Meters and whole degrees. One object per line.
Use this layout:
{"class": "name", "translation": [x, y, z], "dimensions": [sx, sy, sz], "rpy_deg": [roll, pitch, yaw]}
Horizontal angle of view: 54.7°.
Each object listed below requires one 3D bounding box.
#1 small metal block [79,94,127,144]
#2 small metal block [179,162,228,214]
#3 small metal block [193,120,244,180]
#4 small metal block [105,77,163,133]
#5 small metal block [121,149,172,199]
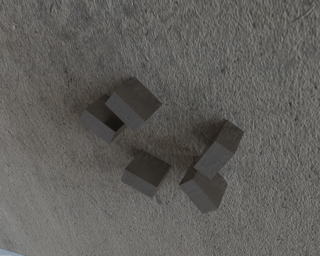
{"class": "small metal block", "translation": [-0.071, -0.013, 0.420], "dimensions": [0.050, 0.050, 0.025], "rpy_deg": [37, 129, 4]}
{"class": "small metal block", "translation": [0.058, 0.074, 0.406], "dimensions": [0.025, 0.050, 0.050], "rpy_deg": [-34, 100, 38]}
{"class": "small metal block", "translation": [0.071, 0.025, 0.369], "dimensions": [0.025, 0.050, 0.050], "rpy_deg": [36, 129, 5]}
{"class": "small metal block", "translation": [-0.032, -0.030, 0.389], "dimensions": [0.050, 0.050, 0.025], "rpy_deg": [45, 129, -3]}
{"class": "small metal block", "translation": [-0.019, 0.064, 0.441], "dimensions": [0.050, 0.050, 0.025], "rpy_deg": [28, 128, 10]}
